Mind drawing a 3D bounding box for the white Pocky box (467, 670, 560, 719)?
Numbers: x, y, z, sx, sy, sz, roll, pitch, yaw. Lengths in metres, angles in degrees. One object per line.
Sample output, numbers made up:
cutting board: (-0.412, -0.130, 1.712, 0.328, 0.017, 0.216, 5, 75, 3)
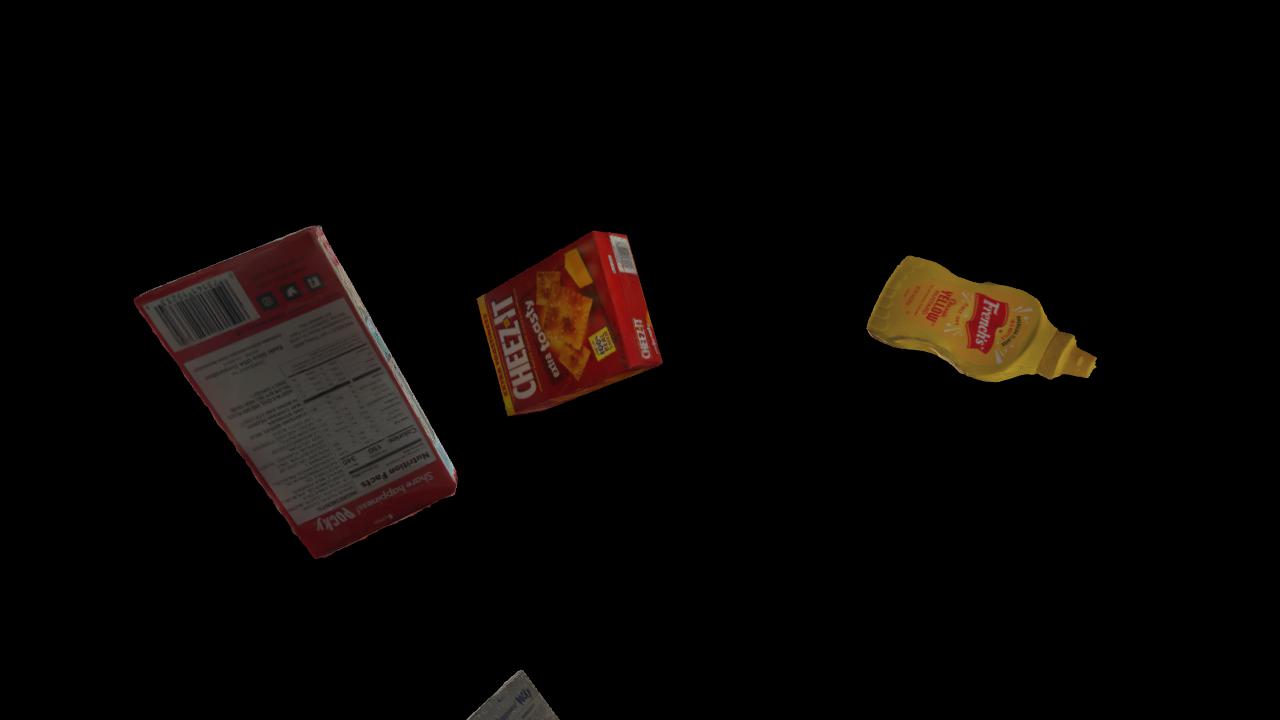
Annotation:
white Pocky box: (-0.058, 0.295, 0.415, 0.028, 0.154, 0.084, -45, -13, 8)

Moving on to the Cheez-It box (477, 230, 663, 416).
Cheez-It box: (-0.094, -0.038, 0.757, 0.223, 0.166, 0.071, -21, -10, 37)

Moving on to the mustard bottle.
mustard bottle: (0.315, -0.029, 0.568, 0.184, 0.092, 0.054, 29, -7, 35)

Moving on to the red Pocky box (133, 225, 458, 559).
red Pocky box: (-0.165, 0.020, 0.313, 0.083, 0.155, 0.028, -25, 21, -11)
